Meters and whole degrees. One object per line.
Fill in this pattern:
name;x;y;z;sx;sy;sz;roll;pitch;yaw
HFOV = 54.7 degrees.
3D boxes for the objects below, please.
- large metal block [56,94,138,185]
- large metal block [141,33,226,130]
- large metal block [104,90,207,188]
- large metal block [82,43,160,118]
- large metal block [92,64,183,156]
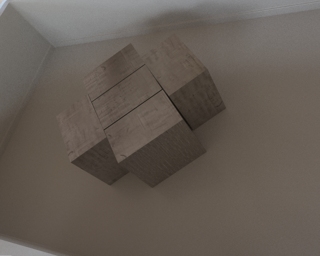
large metal block;-0.079;0.016;0.399;0.050;0.080;0.080;-35;52;5
large metal block;0.030;-0.057;0.387;0.050;0.080;0.080;-35;52;5
large metal block;-0.003;0.016;0.361;0.080;0.080;0.050;-35;52;5
large metal block;-0.044;-0.053;0.423;0.080;0.080;0.050;-35;52;5
large metal block;-0.024;-0.019;0.392;0.080;0.080;0.050;-35;52;5
